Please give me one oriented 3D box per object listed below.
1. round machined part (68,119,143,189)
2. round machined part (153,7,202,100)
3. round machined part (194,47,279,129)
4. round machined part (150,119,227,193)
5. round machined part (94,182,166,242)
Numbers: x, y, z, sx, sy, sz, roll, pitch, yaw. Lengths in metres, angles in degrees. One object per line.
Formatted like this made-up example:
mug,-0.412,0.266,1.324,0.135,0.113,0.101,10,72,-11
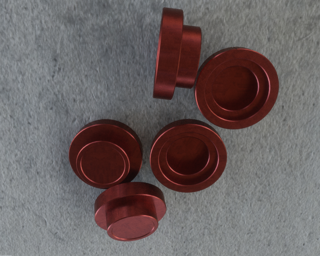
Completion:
round machined part,-0.073,0.041,0.415,0.099,0.042,0.097,0,110,-1
round machined part,0.019,-0.079,0.342,0.042,0.098,0.097,6,110,-3
round machined part,0.091,-0.051,0.383,0.099,0.042,0.097,0,110,-1
round machined part,0.036,0.033,0.414,0.099,0.042,0.097,0,110,-1
round machined part,-0.039,0.120,0.424,0.099,0.042,0.097,-8,135,-8
